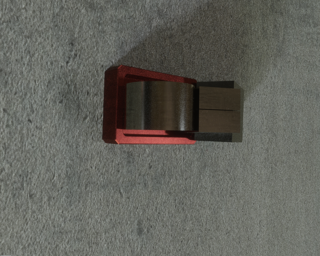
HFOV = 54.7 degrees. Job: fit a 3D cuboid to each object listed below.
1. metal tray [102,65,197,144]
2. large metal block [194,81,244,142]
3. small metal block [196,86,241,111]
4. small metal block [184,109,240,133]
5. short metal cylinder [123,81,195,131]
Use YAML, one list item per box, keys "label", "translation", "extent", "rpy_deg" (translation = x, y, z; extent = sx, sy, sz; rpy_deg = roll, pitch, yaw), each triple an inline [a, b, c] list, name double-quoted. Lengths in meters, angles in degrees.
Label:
- label: "metal tray"
  translation: [-0.008, -0.024, 0.396]
  extent: [0.131, 0.030, 0.089]
  rpy_deg: [3, 88, -40]
- label: "large metal block"
  translation: [0.087, -0.020, 0.444]
  extent: [0.080, 0.050, 0.080]
  rpy_deg: [7, 86, -66]
- label: "small metal block"
  translation: [0.062, -0.032, 0.374]
  extent: [0.050, 0.050, 0.025]
  rpy_deg: [2, 88, -14]
- label: "small metal block"
  translation: [0.062, -0.007, 0.373]
  extent: [0.050, 0.050, 0.025]
  rpy_deg: [2, 88, -14]
- label: "short metal cylinder"
  translation: [-0.001, -0.022, 0.353]
  extent: [0.081, 0.080, 0.050]
  rpy_deg: [1, 90, -40]
